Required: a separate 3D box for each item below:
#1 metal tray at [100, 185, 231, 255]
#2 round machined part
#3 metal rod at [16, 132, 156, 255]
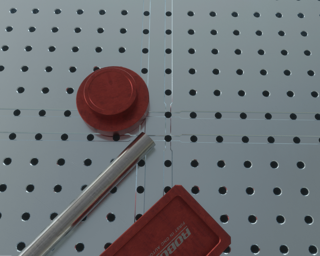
[{"bbox_3d":[0.005,0.141,0.357,0.130,0.030,0.090,-41,75,-14],"label":"metal tray"},{"bbox_3d":[-0.064,-0.042,0.417,0.099,0.042,0.098,0,70,-1],"label":"round machined part"},{"bbox_3d":[-0.118,0.117,0.367,0.025,0.025,0.301,41,75,13],"label":"metal rod"}]
